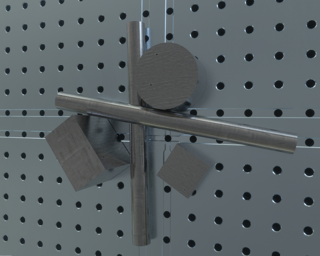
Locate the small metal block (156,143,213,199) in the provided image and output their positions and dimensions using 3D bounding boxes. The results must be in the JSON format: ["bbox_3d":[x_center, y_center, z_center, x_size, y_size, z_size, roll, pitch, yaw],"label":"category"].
[{"bbox_3d":[0.032,0.054,0.401,0.050,0.025,0.050,35,101,16],"label":"small metal block"}]

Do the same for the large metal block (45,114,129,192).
[{"bbox_3d":[-0.090,0.030,0.413,0.050,0.080,0.080,-36,79,16],"label":"large metal block"}]

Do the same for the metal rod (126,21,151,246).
[{"bbox_3d":[-0.029,0.007,0.422,0.025,0.025,0.298,-2,89,19],"label":"metal rod"}]

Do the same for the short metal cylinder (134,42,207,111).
[{"bbox_3d":[0.015,-0.062,0.393,0.080,0.050,0.079,0,90,19],"label":"short metal cylinder"}]

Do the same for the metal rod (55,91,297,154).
[{"bbox_3d":[0.010,-0.009,0.388,0.301,0.025,0.025,11,94,11],"label":"metal rod"}]
